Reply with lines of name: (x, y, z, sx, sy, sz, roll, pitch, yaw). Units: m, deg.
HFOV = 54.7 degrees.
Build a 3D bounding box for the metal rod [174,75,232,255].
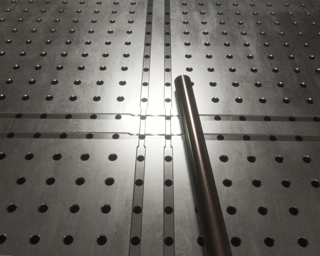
metal rod: (0.048, 0.044, 0.371, 0.025, 0.025, 0.300, -4, 50, -4)
